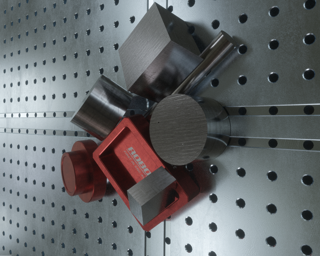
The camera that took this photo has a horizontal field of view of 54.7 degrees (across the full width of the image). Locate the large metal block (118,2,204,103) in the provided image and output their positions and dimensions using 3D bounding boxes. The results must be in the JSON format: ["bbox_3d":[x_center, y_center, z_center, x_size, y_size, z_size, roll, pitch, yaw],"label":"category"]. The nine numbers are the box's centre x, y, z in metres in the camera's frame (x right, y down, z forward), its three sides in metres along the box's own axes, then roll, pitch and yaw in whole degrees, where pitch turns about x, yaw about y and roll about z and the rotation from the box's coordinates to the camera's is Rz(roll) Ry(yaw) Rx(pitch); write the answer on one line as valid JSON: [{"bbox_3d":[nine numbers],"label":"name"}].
[{"bbox_3d":[-0.003,-0.091,0.380,0.080,0.050,0.080,-44,44,31],"label":"large metal block"}]

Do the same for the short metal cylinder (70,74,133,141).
[{"bbox_3d":[-0.082,-0.029,0.434,0.080,0.050,0.080,-49,18,22],"label":"short metal cylinder"}]

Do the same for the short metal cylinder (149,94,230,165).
[{"bbox_3d":[0.034,0.002,0.364,0.080,0.050,0.079,0,90,40],"label":"short metal cylinder"}]

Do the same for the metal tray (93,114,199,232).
[{"bbox_3d":[-0.022,0.058,0.406,0.090,0.030,0.130,-45,76,31],"label":"metal tray"}]

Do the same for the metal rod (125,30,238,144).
[{"bbox_3d":[-0.013,-0.009,0.422,0.299,0.025,0.025,-45,63,31],"label":"metal rod"}]

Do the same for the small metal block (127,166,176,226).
[{"bbox_3d":[-0.009,0.080,0.362,0.025,0.050,0.050,41,150,30],"label":"small metal block"}]

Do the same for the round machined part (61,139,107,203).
[{"bbox_3d":[-0.124,0.068,0.483,0.098,0.042,0.097,14,107,54],"label":"round machined part"}]
